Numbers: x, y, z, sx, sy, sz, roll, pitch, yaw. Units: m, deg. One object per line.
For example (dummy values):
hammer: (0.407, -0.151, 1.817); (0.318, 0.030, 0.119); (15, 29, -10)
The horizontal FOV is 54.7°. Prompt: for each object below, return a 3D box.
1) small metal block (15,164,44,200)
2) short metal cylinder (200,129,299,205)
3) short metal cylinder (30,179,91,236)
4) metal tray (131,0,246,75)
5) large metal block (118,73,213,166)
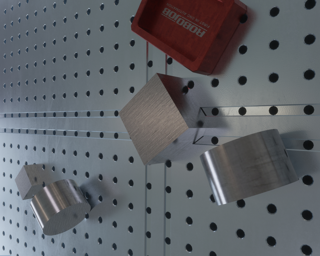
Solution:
small metal block: (-0.266, 0.110, 0.630); (0.050, 0.025, 0.050); (-49, 61, 28)
short metal cylinder: (0.085, 0.039, 0.303); (0.080, 0.081, 0.050); (-29, 72, 36)
short metal cylinder: (-0.162, 0.130, 0.508); (0.050, 0.081, 0.080); (49, 119, 28)
metal tray: (0.028, -0.135, 0.382); (0.130, 0.030, 0.089); (42, 115, 32)
large metal block: (0.005, -0.010, 0.389); (0.080, 0.050, 0.080); (-42, 65, 32)
